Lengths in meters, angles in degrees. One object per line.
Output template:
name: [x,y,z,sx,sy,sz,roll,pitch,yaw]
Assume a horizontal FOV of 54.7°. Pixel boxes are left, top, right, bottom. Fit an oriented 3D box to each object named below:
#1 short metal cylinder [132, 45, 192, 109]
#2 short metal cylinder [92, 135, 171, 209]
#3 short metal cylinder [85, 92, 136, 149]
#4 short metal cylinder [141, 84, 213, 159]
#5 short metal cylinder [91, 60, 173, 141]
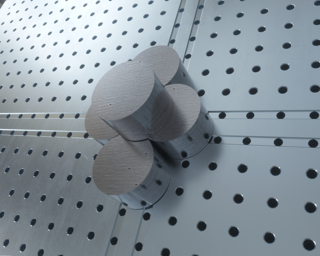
short metal cylinder: [-0.002,-0.068,0.434,0.080,0.050,0.080,-12,57,20]
short metal cylinder: [-0.034,0.052,0.377,0.080,0.050,0.080,-13,54,20]
short metal cylinder: [-0.055,-0.008,0.426,0.080,0.050,0.080,-13,56,21]
short metal cylinder: [0.020,-0.008,0.386,0.080,0.050,0.080,-13,56,21]
short metal cylinder: [-0.032,-0.032,0.363,0.080,0.050,0.080,-13,56,21]
